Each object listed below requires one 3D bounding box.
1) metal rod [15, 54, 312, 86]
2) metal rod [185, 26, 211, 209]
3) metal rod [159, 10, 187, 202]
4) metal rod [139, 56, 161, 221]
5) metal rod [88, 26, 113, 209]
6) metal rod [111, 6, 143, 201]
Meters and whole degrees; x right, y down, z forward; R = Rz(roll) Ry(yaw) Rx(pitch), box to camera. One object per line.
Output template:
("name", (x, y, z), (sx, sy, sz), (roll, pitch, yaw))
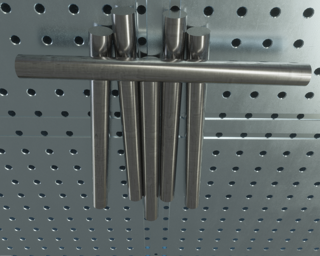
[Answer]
("metal rod", (0.005, -0.061, 0.327), (0.302, 0.025, 0.025), (1, 130, -2))
("metal rod", (0.047, 0.012, 0.422), (0.025, 0.025, 0.298), (-2, 130, 1))
("metal rod", (0.013, -0.002, 0.411), (0.025, 0.025, 0.298), (0, 130, -1))
("metal rod", (-0.013, 0.039, 0.444), (0.025, 0.025, 0.298), (0, 131, -1))
("metal rod", (-0.081, 0.011, 0.419), (0.025, 0.025, 0.298), (5, 130, -5))
("metal rod", (-0.038, -0.004, 0.408), (0.025, 0.025, 0.298), (0, 130, 0))
